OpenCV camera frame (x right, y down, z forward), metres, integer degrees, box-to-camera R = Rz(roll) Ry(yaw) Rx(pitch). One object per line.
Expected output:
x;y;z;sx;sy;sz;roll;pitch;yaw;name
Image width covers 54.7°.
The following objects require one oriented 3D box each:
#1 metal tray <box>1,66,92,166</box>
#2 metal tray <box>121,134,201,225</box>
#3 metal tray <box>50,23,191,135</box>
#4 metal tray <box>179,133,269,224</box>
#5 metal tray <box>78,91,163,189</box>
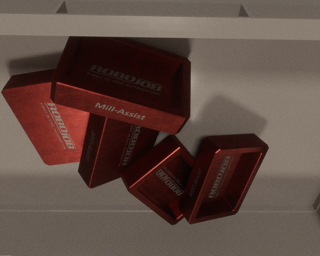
-0.125;-0.010;0.395;0.090;0.030;0.129;-8;130;6;metal tray
0.018;0.078;0.438;0.090;0.030;0.130;-39;133;0;metal tray
-0.034;-0.051;0.319;0.131;0.090;0.030;15;141;-13;metal tray
0.086;0.071;0.431;0.091;0.030;0.129;-2;123;-29;metal tray
-0.045;0.011;0.382;0.091;0.030;0.129;-16;142;-39;metal tray
